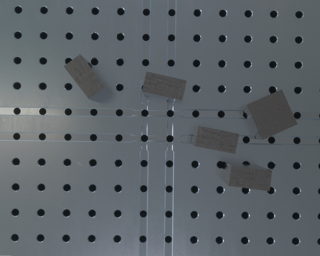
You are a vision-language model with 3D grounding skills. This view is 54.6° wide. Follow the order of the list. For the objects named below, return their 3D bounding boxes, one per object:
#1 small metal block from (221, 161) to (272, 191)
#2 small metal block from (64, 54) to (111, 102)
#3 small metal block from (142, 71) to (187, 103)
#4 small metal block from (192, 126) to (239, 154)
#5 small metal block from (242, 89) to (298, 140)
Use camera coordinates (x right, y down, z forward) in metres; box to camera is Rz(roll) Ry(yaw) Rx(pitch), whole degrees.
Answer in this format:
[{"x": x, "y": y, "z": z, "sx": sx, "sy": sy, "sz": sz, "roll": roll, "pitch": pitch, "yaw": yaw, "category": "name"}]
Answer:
[{"x": 0.110, "y": 0.061, "z": 0.402, "sx": 0.050, "sy": 0.050, "sz": 0.025, "roll": 7, "pitch": 90, "yaw": 0, "category": "small metal block"}, {"x": -0.091, "y": -0.062, "z": 0.400, "sx": 0.025, "sy": 0.050, "sz": 0.050, "roll": -37, "pitch": 90, "yaw": 0, "category": "small metal block"}, {"x": 0.005, "y": -0.051, "z": 0.401, "sx": 0.050, "sy": 0.050, "sz": 0.025, "roll": 13, "pitch": 90, "yaw": 0, "category": "small metal block"}, {"x": 0.069, "y": 0.014, "z": 0.401, "sx": 0.050, "sy": 0.050, "sz": 0.025, "roll": 11, "pitch": 90, "yaw": 0, "category": "small metal block"}, {"x": 0.145, "y": -0.017, "z": 0.414, "sx": 0.050, "sy": 0.025, "sz": 0.050, "roll": -24, "pitch": 90, "yaw": 0, "category": "small metal block"}]
